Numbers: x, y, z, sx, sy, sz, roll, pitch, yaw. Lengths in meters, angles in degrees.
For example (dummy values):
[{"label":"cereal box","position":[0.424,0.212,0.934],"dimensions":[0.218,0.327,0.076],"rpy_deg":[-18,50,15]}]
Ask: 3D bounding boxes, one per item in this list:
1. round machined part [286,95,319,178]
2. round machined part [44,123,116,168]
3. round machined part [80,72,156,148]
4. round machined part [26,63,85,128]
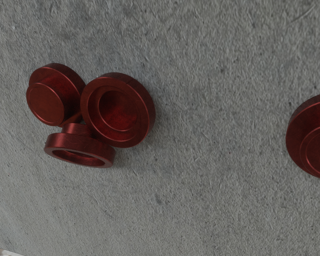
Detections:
[{"label":"round machined part","position":[0.179,0.016,0.311],"dimensions":[0.098,0.042,0.097],"rpy_deg":[13,124,21]},{"label":"round machined part","position":[-0.112,0.024,0.450],"dimensions":[0.099,0.042,0.098],"rpy_deg":[9,160,4]},{"label":"round machined part","position":[-0.050,-0.026,0.404],"dimensions":[0.098,0.042,0.097],"rpy_deg":[11,121,19]},{"label":"round machined part","position":[-0.153,-0.041,0.451],"dimensions":[0.098,0.042,0.097],"rpy_deg":[13,124,21]}]
